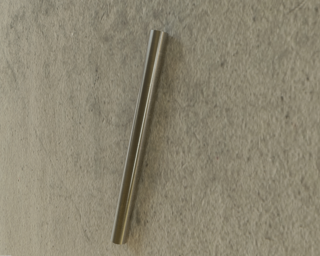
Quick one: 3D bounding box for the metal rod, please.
[{"bbox_3d":[-0.030,0.019,0.427,0.025,0.025,0.298,19,102,38],"label":"metal rod"}]
